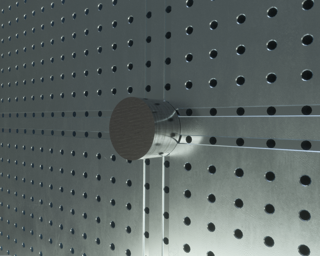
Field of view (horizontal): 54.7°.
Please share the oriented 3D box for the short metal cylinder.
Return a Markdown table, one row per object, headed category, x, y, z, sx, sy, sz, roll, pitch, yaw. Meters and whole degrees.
| category | x | y | z | sx | sy | sz | roll | pitch | yaw |
| --- | --- | --- | --- | --- | --- | --- | --- | --- | --- |
| short metal cylinder | -0.021 | 0.001 | 0.407 | 0.080 | 0.050 | 0.079 | 0 | 90 | 39 |
